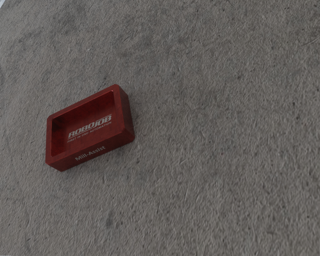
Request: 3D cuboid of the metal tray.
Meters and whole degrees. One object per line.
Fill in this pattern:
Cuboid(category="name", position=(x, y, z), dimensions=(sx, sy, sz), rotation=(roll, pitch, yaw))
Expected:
Cuboid(category="metal tray", position=(-0.106, 0.000, 0.457), dimensions=(0.130, 0.030, 0.090), rotation=(-23, 53, 14))
